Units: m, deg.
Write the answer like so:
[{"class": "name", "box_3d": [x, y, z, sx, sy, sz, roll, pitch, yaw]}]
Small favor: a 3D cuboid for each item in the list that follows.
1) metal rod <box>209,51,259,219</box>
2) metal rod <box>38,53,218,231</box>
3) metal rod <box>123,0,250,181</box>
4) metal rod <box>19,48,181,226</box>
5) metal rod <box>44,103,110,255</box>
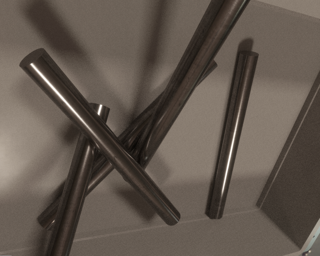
[{"class": "metal rod", "box_3d": [0.110, 0.029, 0.488, 0.025, 0.025, 0.298, -10, 123, -23]}, {"class": "metal rod", "box_3d": [-0.043, 0.019, 0.398, 0.300, 0.025, 0.025, -45, 130, 3]}, {"class": "metal rod", "box_3d": [0.010, -0.021, 0.321, 0.025, 0.025, 0.298, -4, 146, -27]}, {"class": "metal rod", "box_3d": [-0.045, 0.036, 0.358, 0.025, 0.025, 0.299, -37, 130, -4]}, {"class": "metal rod", "box_3d": [-0.106, 0.118, 0.335, 0.025, 0.025, 0.299, 21, 78, -36]}]
